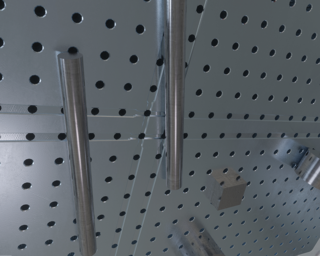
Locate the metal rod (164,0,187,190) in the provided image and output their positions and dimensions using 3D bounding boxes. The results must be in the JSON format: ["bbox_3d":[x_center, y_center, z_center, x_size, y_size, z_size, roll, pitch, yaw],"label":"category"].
[{"bbox_3d":[0.019,-0.039,0.396,0.025,0.025,0.298,-15,125,-20],"label":"metal rod"}]

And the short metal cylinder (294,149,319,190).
[{"bbox_3d":[0.310,0.082,0.595,0.081,0.080,0.050,12,112,-34],"label":"short metal cylinder"}]

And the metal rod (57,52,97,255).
[{"bbox_3d":[-0.099,0.055,0.390,0.025,0.025,0.298,-11,123,-23],"label":"metal rod"}]

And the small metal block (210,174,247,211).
[{"bbox_3d":[0.121,0.114,0.547,0.050,0.025,0.050,-7,122,-25],"label":"small metal block"}]

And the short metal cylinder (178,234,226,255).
[{"bbox_3d":[0.081,0.251,0.594,0.081,0.050,0.079,-14,124,-21],"label":"short metal cylinder"}]
